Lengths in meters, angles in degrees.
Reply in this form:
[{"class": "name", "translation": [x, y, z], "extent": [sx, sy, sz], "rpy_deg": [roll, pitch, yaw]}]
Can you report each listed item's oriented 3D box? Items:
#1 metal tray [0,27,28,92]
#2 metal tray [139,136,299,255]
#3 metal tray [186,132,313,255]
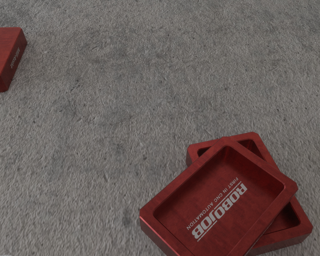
[{"class": "metal tray", "translation": [-0.275, -0.111, 0.491], "extent": [0.091, 0.030, 0.130], "rpy_deg": [-1, 50, -1]}, {"class": "metal tray", "translation": [0.056, 0.075, 0.297], "extent": [0.131, 0.030, 0.090], "rpy_deg": [-37, 59, -27]}, {"class": "metal tray", "translation": [0.090, 0.069, 0.342], "extent": [0.091, 0.030, 0.130], "rpy_deg": [-11, 51, -9]}]
